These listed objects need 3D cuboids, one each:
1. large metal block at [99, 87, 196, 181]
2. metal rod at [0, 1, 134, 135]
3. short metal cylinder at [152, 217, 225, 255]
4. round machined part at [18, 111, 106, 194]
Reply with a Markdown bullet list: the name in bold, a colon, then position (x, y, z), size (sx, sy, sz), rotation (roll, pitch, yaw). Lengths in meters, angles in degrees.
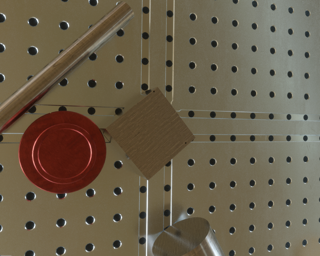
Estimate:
- **large metal block**: position (-0.017, 0.006, 0.393), size (0.080, 0.050, 0.080), rotation (-41, 103, -15)
- **metal rod**: position (-0.143, -0.046, 0.359), size (0.301, 0.025, 0.025), rotation (-46, 105, -14)
- **short metal cylinder**: position (0.037, 0.160, 0.397), size (0.080, 0.080, 0.050), rotation (-29, 100, -18)
- **round machined part**: position (-0.112, 0.028, 0.362), size (0.099, 0.042, 0.097), rotation (0, 90, -20)
